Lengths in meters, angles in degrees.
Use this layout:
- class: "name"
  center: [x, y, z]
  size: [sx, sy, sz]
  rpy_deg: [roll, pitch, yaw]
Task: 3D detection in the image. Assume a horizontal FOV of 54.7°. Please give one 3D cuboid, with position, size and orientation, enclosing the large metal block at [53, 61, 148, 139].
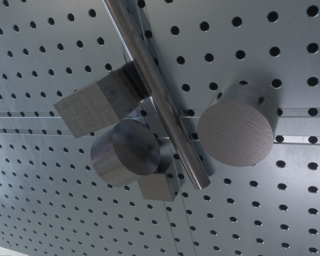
- class: "large metal block"
  center: [-0.070, -0.037, 0.390]
  size: [0.080, 0.080, 0.050]
  rpy_deg: [-19, 109, 35]

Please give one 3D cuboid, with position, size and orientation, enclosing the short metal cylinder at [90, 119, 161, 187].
- class: "short metal cylinder"
  center: [-0.046, 0.034, 0.421]
  size: [0.050, 0.080, 0.080]
  rpy_deg: [-31, 101, 38]

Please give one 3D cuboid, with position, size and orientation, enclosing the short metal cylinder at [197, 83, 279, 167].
- class: "short metal cylinder"
  center: [0.088, -0.004, 0.346]
  size: [0.080, 0.050, 0.079]
  rpy_deg: [13, 124, 21]

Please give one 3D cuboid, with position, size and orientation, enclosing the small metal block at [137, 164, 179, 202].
- class: "small metal block"
  center: [-0.004, 0.081, 0.464]
  size: [0.050, 0.025, 0.050]
  rpy_deg: [-2, 117, 29]

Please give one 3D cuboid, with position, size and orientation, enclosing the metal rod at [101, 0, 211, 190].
- class: "metal rod"
  center: [-0.005, -0.050, 0.382]
  size: [0.025, 0.025, 0.299]
  rpy_deg: [-14, 111, 34]
